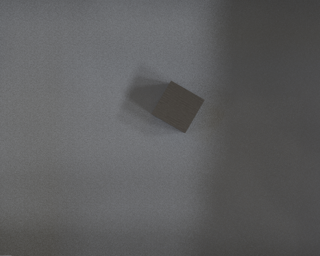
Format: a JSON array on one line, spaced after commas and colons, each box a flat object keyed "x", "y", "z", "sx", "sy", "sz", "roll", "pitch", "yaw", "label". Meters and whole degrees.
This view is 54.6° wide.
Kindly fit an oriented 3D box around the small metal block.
[{"x": 0.023, "y": -0.027, "z": 0.412, "sx": 0.050, "sy": 0.025, "sz": 0.050, "roll": 30, "pitch": 90, "yaw": 0, "label": "small metal block"}]
